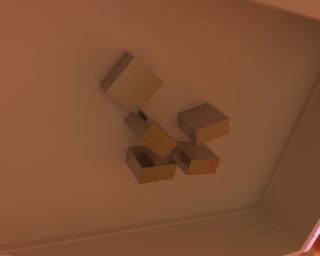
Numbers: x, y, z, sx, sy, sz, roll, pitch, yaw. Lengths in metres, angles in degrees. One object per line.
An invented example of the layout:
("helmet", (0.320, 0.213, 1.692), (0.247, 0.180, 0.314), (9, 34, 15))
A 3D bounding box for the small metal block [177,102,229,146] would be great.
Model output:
("small metal block", (0.059, -0.007, 0.422), (0.050, 0.050, 0.025), (-19, 126, -18))

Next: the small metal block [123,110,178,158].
("small metal block", (-0.012, 0.005, 0.390), (0.025, 0.050, 0.050), (-47, 130, 5))

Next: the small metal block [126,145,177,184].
("small metal block", (-0.012, 0.047, 0.416), (0.050, 0.050, 0.025), (-3, 120, -27))

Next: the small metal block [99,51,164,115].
("small metal block", (-0.033, -0.052, 0.360), (0.050, 0.025, 0.050), (-49, 129, 6))

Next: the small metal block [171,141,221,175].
("small metal block", (0.050, 0.042, 0.448), (0.050, 0.050, 0.025), (2, 118, -30))
